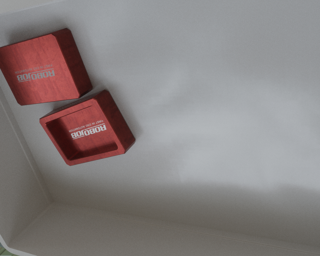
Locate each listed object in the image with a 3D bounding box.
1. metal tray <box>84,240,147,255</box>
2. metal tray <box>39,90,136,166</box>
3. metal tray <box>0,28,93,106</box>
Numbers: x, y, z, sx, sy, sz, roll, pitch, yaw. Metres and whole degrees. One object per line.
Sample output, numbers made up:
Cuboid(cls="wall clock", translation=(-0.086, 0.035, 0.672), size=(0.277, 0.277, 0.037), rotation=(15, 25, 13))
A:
Cuboid(cls="metal tray", translation=(-0.080, 0.274, 0.619), size=(0.130, 0.030, 0.090), rotation=(-5, 116, 30))
Cuboid(cls="metal tray", translation=(-0.111, 0.004, 0.466), size=(0.130, 0.030, 0.090), rotation=(-15, 111, 34))
Cuboid(cls="metal tray", translation=(-0.169, -0.083, 0.443), size=(0.130, 0.030, 0.090), rotation=(-3, 117, 29))
